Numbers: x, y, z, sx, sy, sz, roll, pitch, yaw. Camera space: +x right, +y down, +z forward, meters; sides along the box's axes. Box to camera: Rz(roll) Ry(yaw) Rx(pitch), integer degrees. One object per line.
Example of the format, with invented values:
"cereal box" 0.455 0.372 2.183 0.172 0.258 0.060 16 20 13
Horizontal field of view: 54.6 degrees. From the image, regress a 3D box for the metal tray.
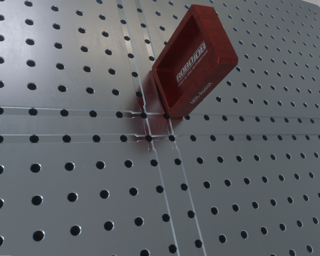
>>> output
"metal tray" 0.039 -0.083 0.412 0.030 0.129 0.090 -4 64 -30
